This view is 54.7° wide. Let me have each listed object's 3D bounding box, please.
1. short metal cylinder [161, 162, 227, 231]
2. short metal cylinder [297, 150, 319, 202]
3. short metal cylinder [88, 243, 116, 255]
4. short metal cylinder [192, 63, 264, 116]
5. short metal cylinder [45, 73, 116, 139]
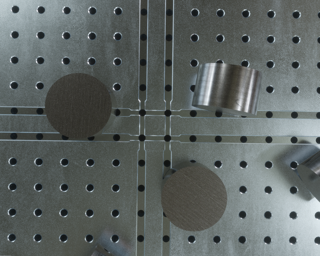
[{"bbox_3d":[0.042,0.086,0.402,0.081,0.050,0.079,0,90,-1],"label":"short metal cylinder"},{"bbox_3d":[0.222,0.065,0.389,0.050,0.080,0.080,-35,90,0],"label":"short metal cylinder"},{"bbox_3d":[-0.082,0.193,0.385,0.050,0.080,0.080,37,90,-1],"label":"short metal cylinder"},{"bbox_3d":[0.084,-0.046,0.387,0.080,0.080,0.050,10,90,-1],"label":"short metal cylinder"},{"bbox_3d":[-0.099,-0.027,0.400,0.081,0.050,0.079,0,90,-1],"label":"short metal cylinder"}]
